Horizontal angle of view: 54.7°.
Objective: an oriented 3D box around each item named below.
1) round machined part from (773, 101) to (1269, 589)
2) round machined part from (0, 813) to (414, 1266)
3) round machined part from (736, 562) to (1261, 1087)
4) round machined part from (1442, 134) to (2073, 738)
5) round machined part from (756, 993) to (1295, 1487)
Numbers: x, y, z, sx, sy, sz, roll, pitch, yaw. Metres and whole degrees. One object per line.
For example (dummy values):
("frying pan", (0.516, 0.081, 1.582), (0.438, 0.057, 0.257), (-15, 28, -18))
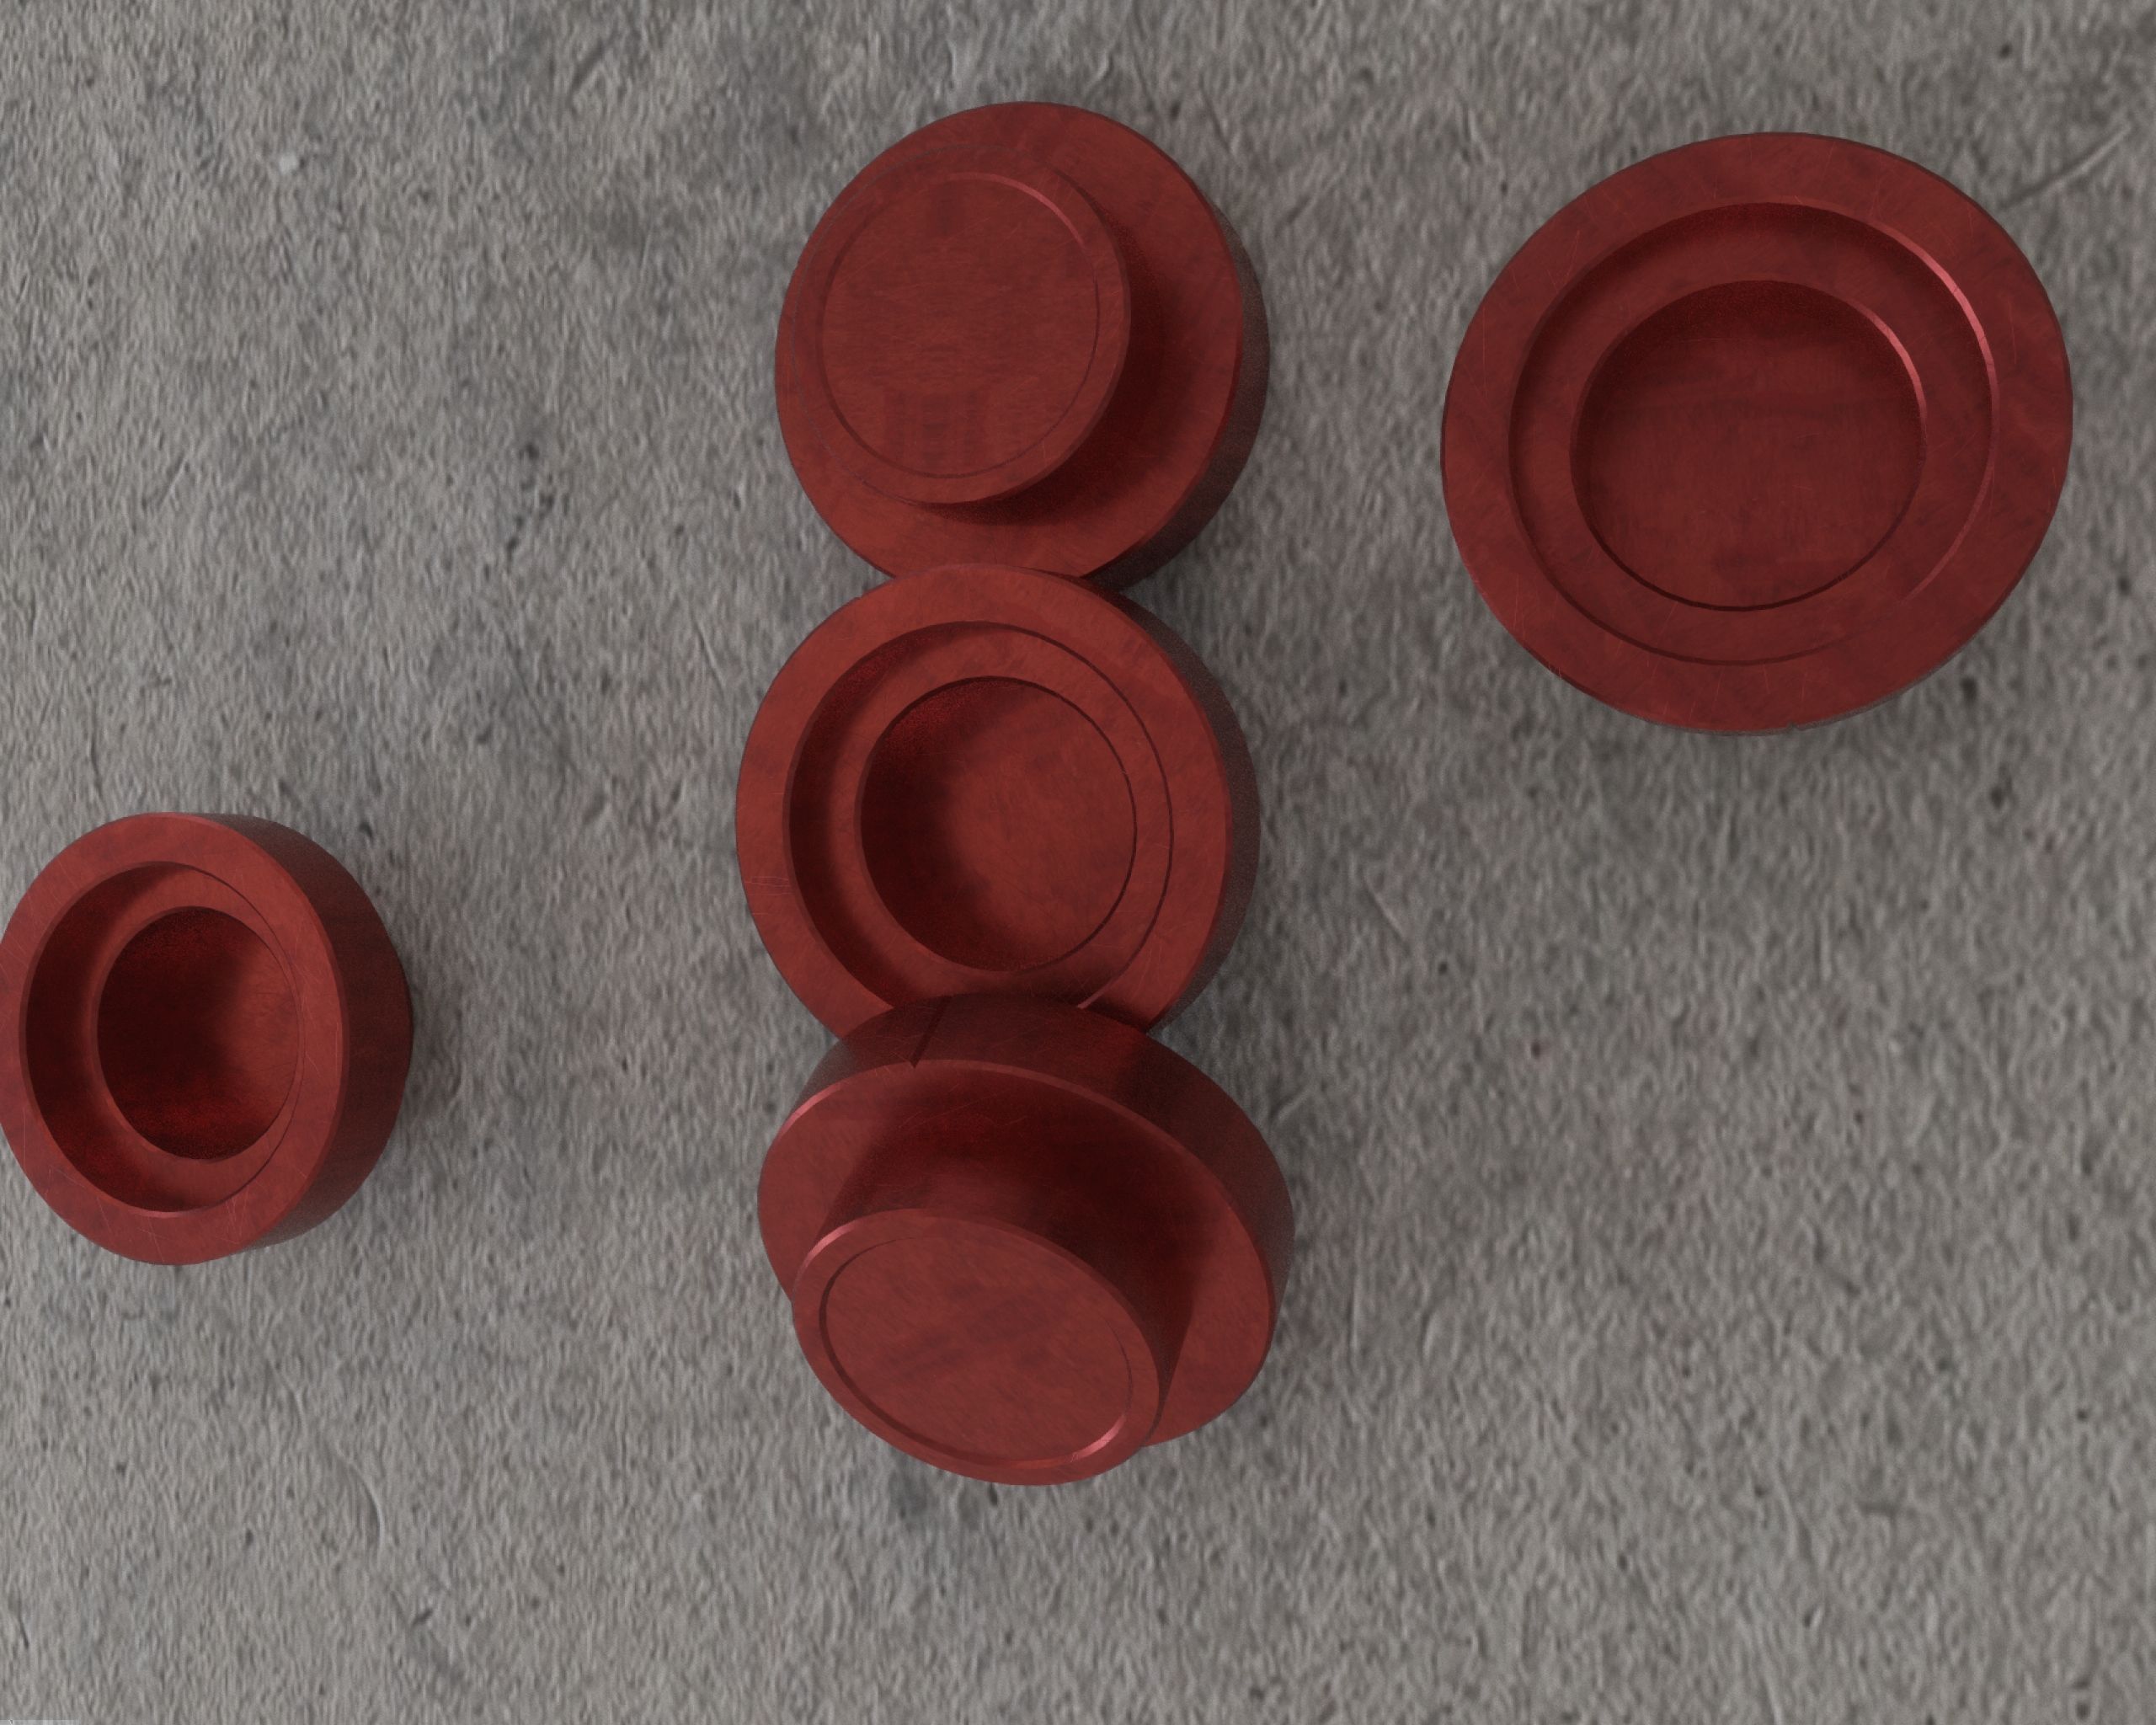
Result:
("round machined part", (-0.016, -0.099, 0.405), (0.098, 0.042, 0.097), (0, 90, 20))
("round machined part", (-0.190, 0.038, 0.467), (0.098, 0.042, 0.097), (0, 90, 20))
("round machined part", (-0.012, -0.008, 0.402), (0.098, 0.042, 0.097), (2, 95, 19))
("round machined part", (0.115, -0.070, 0.359), (0.098, 0.042, 0.097), (0, 90, 20))
("round machined part", (-0.013, 0.075, 0.380), (0.098, 0.042, 0.097), (8, 126, 12))
